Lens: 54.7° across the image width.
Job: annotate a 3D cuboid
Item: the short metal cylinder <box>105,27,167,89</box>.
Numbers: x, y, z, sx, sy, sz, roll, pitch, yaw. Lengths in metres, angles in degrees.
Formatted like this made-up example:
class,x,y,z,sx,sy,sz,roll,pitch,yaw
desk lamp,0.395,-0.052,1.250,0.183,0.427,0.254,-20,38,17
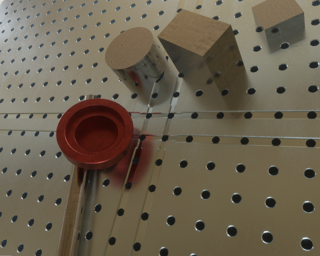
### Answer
class,x,y,z,sx,sy,sz,roll,pitch,yaw
short metal cylinder,-0.036,-0.107,0.475,0.080,0.050,0.080,-13,56,20

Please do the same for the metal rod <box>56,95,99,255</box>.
class,x,y,z,sx,sy,sz,roll,pitch,yaw
metal rod,-0.110,0.083,0.412,0.025,0.025,0.299,-12,57,21

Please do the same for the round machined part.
class,x,y,z,sx,sy,sz,roll,pitch,yaw
round machined part,-0.085,0.011,0.417,0.099,0.042,0.098,1,59,-2

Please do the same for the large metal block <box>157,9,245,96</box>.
class,x,y,z,sx,sy,sz,roll,pitch,yaw
large metal block,0.055,-0.098,0.403,0.050,0.080,0.080,-49,52,-6

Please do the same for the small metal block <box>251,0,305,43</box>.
class,x,y,z,sx,sy,sz,roll,pitch,yaw
small metal block,0.158,-0.150,0.417,0.050,0.025,0.050,-22,54,14
